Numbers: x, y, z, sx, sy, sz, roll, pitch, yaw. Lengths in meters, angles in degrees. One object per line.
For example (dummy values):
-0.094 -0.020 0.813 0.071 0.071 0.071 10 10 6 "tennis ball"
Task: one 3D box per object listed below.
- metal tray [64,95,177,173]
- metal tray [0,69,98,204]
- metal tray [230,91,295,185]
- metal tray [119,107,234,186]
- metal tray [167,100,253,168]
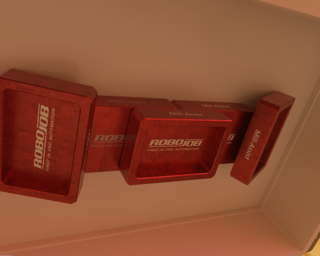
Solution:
-0.048 0.008 0.383 0.131 0.030 0.089 0 118 -28 "metal tray"
-0.121 0.013 0.322 0.091 0.030 0.129 12 115 -6 "metal tray"
0.157 0.014 0.472 0.091 0.030 0.129 -21 132 -52 "metal tray"
0.021 0.023 0.390 0.131 0.030 0.089 1 118 -29 "metal tray"
0.067 0.009 0.446 0.131 0.030 0.089 0 118 -28 "metal tray"
